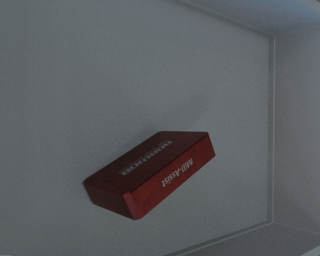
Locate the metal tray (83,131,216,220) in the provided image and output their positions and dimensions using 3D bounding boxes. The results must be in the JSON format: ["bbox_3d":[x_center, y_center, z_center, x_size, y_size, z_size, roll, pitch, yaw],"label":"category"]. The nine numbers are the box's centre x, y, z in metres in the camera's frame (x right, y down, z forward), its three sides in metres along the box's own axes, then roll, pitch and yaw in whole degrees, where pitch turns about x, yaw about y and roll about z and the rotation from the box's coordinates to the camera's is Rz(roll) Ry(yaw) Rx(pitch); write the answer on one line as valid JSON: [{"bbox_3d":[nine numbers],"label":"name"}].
[{"bbox_3d":[-0.010,0.046,0.357,0.131,0.090,0.030,-33,111,-35],"label":"metal tray"}]
